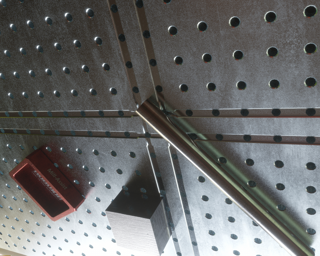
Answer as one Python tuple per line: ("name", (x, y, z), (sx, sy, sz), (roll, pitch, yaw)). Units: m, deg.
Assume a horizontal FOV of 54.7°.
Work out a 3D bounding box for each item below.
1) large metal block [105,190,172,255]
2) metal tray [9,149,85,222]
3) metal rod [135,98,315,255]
("large metal block", (-0.033, 0.154, 0.506), (0.080, 0.050, 0.079), (2, 120, 26))
("metal tray", (-0.215, 0.111, 0.586), (0.090, 0.030, 0.130), (-33, 101, 38))
("metal rod", (0.087, 0.072, 0.409), (0.300, 0.025, 0.025), (43, 129, -2))
